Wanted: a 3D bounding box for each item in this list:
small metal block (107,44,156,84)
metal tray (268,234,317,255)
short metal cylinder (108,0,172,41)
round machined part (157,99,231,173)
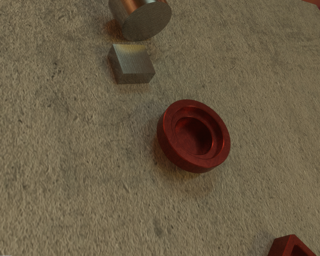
[{"bbox_3d":[-0.041,-0.090,0.438,0.050,0.025,0.050,-7,66,-32],"label":"small metal block"},{"bbox_3d":[0.183,0.208,0.374,0.130,0.030,0.090,44,51,2],"label":"metal tray"},{"bbox_3d":[-0.030,-0.176,0.461,0.081,0.080,0.050,-15,70,-34],"label":"short metal cylinder"},{"bbox_3d":[0.040,0.014,0.408,0.099,0.042,0.098,14,56,-21],"label":"round machined part"}]
